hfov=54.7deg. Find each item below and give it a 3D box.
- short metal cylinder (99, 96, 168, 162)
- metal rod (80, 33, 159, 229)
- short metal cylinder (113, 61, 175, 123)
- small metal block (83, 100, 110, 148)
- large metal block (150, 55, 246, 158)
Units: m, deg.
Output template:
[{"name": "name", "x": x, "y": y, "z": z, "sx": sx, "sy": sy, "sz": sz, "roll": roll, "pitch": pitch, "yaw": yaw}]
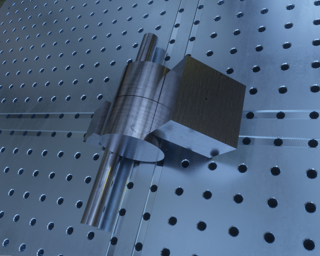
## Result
[{"name": "short metal cylinder", "x": -0.028, "y": 0.003, "z": 0.380, "sx": 0.080, "sy": 0.080, "sz": 0.050, "roll": 1, "pitch": 62, "yaw": 28}, {"name": "metal rod", "x": -0.049, "y": -0.013, "z": 0.436, "sx": 0.025, "sy": 0.025, "sz": 0.300, "roll": 1, "pitch": 62, "yaw": 28}, {"name": "short metal cylinder", "x": -0.016, "y": -0.042, "z": 0.402, "sx": 0.080, "sy": 0.080, "sz": 0.050, "roll": 1, "pitch": 62, "yaw": 28}, {"name": "small metal block", "x": -0.080, "y": -0.004, "z": 0.434, "sx": 0.050, "sy": 0.025, "sz": 0.050, "roll": -29, "pitch": 41, "yaw": 56}, {"name": "large metal block", "x": 0.044, "y": -0.021, "z": 0.349, "sx": 0.050, "sy": 0.080, "sz": 0.080, "roll": -32, "pitch": 39, "yaw": 59}]
